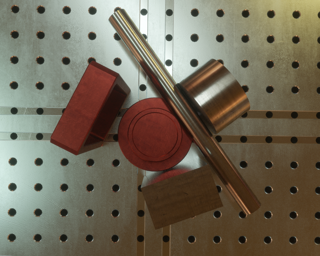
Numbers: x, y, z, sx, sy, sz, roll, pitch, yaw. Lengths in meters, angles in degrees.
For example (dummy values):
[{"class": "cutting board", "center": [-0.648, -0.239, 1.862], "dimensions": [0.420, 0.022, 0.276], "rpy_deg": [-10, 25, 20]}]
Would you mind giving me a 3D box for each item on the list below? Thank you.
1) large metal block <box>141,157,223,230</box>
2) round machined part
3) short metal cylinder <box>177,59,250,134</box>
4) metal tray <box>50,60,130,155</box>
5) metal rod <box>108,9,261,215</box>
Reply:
[{"class": "large metal block", "center": [0.024, 0.077, 0.386], "dimensions": [0.080, 0.080, 0.050], "rpy_deg": [-19, 90, 0]}, {"class": "round machined part", "center": [-0.006, 0.009, 0.404], "dimensions": [0.099, 0.042, 0.097], "rpy_deg": [0, 90, -1]}, {"class": "short metal cylinder", "center": [0.066, -0.039, 0.386], "dimensions": [0.050, 0.080, 0.080], "rpy_deg": [-37, 90, 0]}, {"class": "metal tray", "center": [-0.073, -0.020, 0.360], "dimensions": [0.030, 0.130, 0.090], "rpy_deg": [27, 90, 0]}, {"class": "metal rod", "center": [0.032, -0.020, 0.393], "dimensions": [0.025, 0.025, 0.299], "rpy_deg": [-35, 90, 0]}]
